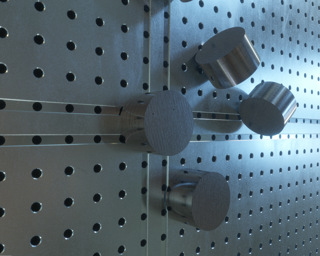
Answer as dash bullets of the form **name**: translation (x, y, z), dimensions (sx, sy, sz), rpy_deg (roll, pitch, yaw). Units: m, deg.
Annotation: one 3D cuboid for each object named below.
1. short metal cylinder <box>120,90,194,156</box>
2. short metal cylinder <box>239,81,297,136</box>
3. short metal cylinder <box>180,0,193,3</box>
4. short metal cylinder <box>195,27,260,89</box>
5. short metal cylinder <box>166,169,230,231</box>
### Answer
- **short metal cylinder**: translation (-0.003, -0.006, 0.392), dimensions (0.081, 0.050, 0.079), rpy_deg (0, 90, -40)
- **short metal cylinder**: translation (0.184, -0.033, 0.531), dimensions (0.050, 0.080, 0.080), rpy_deg (-45, 117, -31)
- **short metal cylinder**: translation (0.041, -0.216, 0.409), dimensions (0.050, 0.080, 0.080), rpy_deg (37, 67, -34)
- **short metal cylinder**: translation (0.100, -0.104, 0.460), dimensions (0.050, 0.080, 0.080), rpy_deg (49, 61, -30)
- **short metal cylinder**: translation (0.055, 0.100, 0.442), dimensions (0.081, 0.050, 0.079), rpy_deg (0, 90, -40)
